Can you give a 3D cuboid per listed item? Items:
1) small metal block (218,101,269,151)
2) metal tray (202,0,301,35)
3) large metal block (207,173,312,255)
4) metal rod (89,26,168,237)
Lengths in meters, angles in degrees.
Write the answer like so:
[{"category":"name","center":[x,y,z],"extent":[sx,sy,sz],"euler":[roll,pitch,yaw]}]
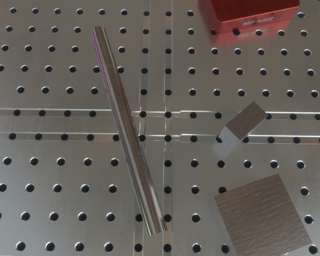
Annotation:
[{"category":"small metal block","center":[0.106,-0.001,0.400],"extent":[0.050,0.050,0.025],"euler":[-39,75,-13]},{"category":"metal tray","center":[0.138,-0.203,0.485],"extent":[0.131,0.030,0.090],"euler":[-13,71,-5]},{"category":"large metal block","center":[0.111,0.108,0.361],"extent":[0.081,0.050,0.080],"euler":[-18,71,-7]},{"category":"metal rod","center":[-0.048,-0.009,0.414],"extent":[0.025,0.025,0.299],"euler":[-17,71,-6]}]
